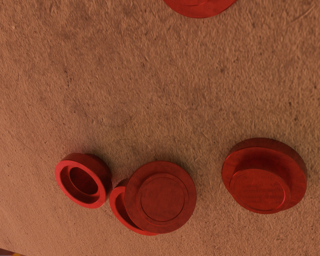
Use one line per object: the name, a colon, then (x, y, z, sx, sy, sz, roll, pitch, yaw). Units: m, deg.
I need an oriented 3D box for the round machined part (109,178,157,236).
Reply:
round machined part: (-0.026, 0.116, 0.481, 0.098, 0.042, 0.097, 13, 124, 21)

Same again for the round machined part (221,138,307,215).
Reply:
round machined part: (0.122, 0.064, 0.371, 0.098, 0.042, 0.097, 13, 124, 21)

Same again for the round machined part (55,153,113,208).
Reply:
round machined part: (-0.119, 0.081, 0.509, 0.098, 0.042, 0.097, 13, 124, 21)

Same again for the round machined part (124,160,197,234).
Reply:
round machined part: (0.001, 0.093, 0.416, 0.098, 0.098, 0.042, 43, 172, -2)

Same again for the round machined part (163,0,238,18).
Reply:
round machined part: (0.034, -0.151, 0.284, 0.098, 0.042, 0.097, 13, 124, 21)
